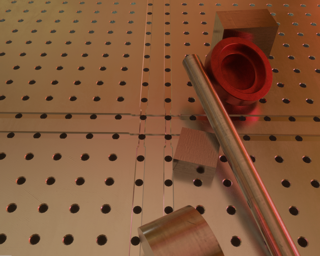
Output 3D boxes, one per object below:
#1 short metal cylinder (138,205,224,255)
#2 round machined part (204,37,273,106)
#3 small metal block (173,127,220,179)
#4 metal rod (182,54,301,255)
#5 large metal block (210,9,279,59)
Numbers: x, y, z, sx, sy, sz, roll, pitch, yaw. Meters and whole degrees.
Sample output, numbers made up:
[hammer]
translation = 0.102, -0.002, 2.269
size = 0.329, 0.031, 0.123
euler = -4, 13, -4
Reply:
[short metal cylinder]
translation = 0.019, 0.116, 0.275
size = 0.050, 0.080, 0.080
euler = -20, 53, -16
[round machined part]
translation = 0.108, -0.077, 0.445
size = 0.099, 0.042, 0.098
euler = 6, 72, -18
[small metal block]
translation = 0.046, 0.030, 0.383
size = 0.050, 0.025, 0.050
euler = 11, 51, 9
[metal rod]
translation = 0.087, 0.028, 0.358
size = 0.025, 0.025, 0.299
euler = -13, 60, -11
[large metal block]
translation = 0.128, -0.136, 0.487
size = 0.081, 0.080, 0.050
euler = -5, 49, -4
